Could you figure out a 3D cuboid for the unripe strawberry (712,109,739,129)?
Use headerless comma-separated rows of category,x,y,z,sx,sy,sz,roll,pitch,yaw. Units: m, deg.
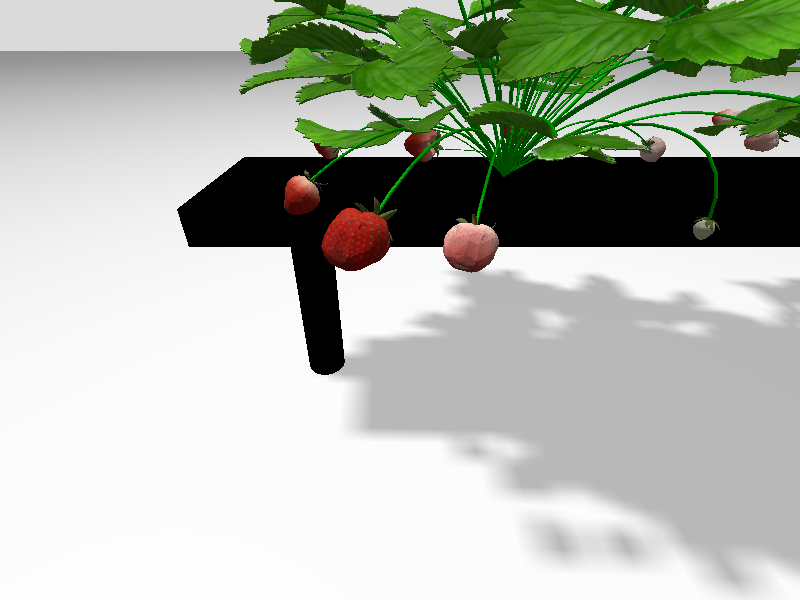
unripe strawberry,0.417,-0.233,0.514,0.027,0.023,0.027,-18,37,-25

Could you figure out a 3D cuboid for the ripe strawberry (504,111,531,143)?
ripe strawberry,0.132,-0.193,0.444,0.039,0.035,0.036,10,34,15

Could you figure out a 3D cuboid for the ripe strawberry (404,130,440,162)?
ripe strawberry,0.020,-0.148,0.380,0.031,0.031,0.034,20,38,28

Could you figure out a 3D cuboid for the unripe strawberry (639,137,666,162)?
unripe strawberry,0.243,-0.143,0.384,0.022,0.022,0.021,17,24,-29

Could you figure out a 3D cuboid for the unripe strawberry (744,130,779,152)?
unripe strawberry,0.369,-0.164,0.410,0.026,0.025,0.028,-11,24,34

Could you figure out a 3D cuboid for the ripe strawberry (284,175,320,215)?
ripe strawberry,-0.067,-0.069,0.268,0.022,0.026,0.026,34,7,-43

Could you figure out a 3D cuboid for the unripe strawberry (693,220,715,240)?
unripe strawberry,0.166,-0.038,0.219,0.011,0.011,0.010,-16,37,-23

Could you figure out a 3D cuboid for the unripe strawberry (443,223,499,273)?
unripe strawberry,0.034,-0.025,0.199,0.028,0.025,0.025,10,-36,15

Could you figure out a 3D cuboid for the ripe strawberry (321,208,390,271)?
ripe strawberry,-0.023,-0.028,0.199,0.035,0.031,0.031,20,-33,28

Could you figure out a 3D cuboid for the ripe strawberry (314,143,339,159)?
ripe strawberry,-0.071,-0.152,0.390,0.024,0.026,0.022,11,35,17
